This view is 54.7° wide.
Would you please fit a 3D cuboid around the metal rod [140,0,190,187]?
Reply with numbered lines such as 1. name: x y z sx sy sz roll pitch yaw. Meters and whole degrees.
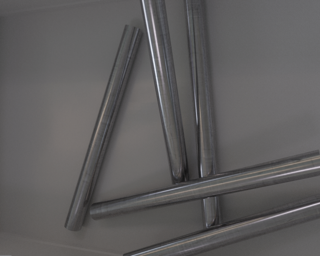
1. metal rod: 0.004 -0.064 0.342 0.025 0.025 0.298 -1 116 20

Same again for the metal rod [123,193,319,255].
1. metal rod: 0.098 0.115 0.354 0.301 0.025 0.025 -21 83 10

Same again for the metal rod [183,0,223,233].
1. metal rod: 0.055 -0.020 0.391 0.025 0.025 0.298 -5 88 20

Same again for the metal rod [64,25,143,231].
1. metal rod: -0.082 0.004 0.439 0.025 0.025 0.298 20 97 19

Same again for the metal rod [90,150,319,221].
1. metal rod: 0.034 0.076 0.374 0.300 0.025 0.025 -19 84 28
